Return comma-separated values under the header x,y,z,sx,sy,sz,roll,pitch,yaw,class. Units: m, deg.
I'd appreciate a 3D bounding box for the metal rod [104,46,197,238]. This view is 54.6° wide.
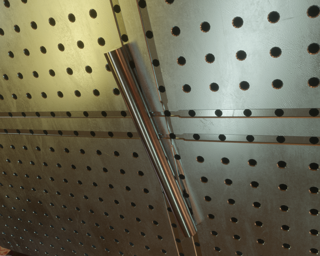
x,y,z,sx,sy,sz,roll,pitch,yaw,class
-0.006,0.033,0.435,0.025,0.025,0.299,-8,114,32,metal rod
